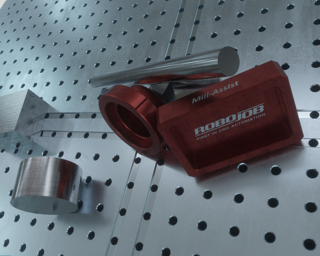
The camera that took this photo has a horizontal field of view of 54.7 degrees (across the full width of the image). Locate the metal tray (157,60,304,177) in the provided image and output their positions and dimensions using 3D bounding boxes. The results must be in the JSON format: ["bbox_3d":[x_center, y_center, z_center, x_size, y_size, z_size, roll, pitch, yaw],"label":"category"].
[{"bbox_3d":[0.073,-0.004,0.327,0.130,0.090,0.030,-22,37,15],"label":"metal tray"}]

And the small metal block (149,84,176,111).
[{"bbox_3d":[0.012,-0.049,0.416,0.025,0.050,0.050,16,70,34],"label":"small metal block"}]

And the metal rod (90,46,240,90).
[{"bbox_3d":[-0.023,-0.065,0.384,0.299,0.025,0.025,7,63,57],"label":"metal rod"}]

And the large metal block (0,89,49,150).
[{"bbox_3d":[-0.248,-0.013,0.530,0.080,0.050,0.080,-10,57,22],"label":"large metal block"}]

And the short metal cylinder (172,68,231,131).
[{"bbox_3d":[0.052,-0.039,0.369,0.050,0.080,0.080,-22,54,15],"label":"short metal cylinder"}]

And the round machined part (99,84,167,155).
[{"bbox_3d":[-0.026,-0.015,0.388,0.098,0.098,0.042,21,56,36],"label":"round machined part"}]

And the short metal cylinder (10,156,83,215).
[{"bbox_3d":[-0.145,0.077,0.402,0.080,0.080,0.050,-14,56,21],"label":"short metal cylinder"}]
